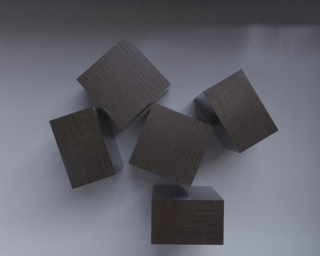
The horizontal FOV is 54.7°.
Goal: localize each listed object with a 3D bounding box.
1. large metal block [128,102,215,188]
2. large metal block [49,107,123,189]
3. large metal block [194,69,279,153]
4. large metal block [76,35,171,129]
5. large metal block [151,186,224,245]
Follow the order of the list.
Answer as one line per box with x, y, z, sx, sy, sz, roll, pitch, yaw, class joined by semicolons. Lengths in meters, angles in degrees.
0.014;0.021;0.398;0.080;0.050;0.080;22;90;-1;large metal block
-0.086;0.022;0.382;0.050;0.080;0.080;-19;90;0;large metal block
0.090;-0.019;0.383;0.050;0.080;0.080;-31;90;0;large metal block
-0.044;-0.055;0.397;0.080;0.050;0.080;-42;91;0;large metal block
0.031;0.104;0.384;0.081;0.080;0.050;1;90;-1;large metal block
